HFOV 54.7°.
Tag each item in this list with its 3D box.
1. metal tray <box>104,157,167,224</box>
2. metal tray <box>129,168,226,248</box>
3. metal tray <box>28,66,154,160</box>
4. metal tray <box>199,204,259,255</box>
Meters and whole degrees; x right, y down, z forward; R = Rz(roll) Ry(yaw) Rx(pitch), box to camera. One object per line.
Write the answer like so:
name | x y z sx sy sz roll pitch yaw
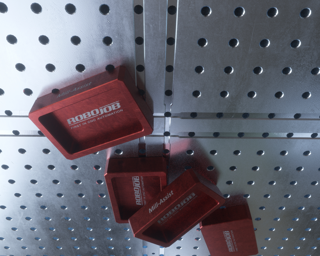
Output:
metal tray | -0.033 0.103 0.495 0.091 0.030 0.129 -2 130 1
metal tray | 0.028 0.129 0.483 0.130 0.030 0.090 -42 133 10
metal tray | -0.084 -0.014 0.394 0.130 0.030 0.090 -19 128 14
metal tray | 0.130 0.199 0.580 0.090 0.030 0.129 -13 129 10
